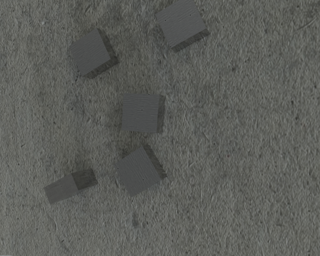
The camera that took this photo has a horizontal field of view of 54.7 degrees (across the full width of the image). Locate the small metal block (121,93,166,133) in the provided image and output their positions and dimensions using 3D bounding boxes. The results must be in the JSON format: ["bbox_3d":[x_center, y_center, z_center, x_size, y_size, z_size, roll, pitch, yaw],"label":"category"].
[{"bbox_3d":[-0.022,-0.020,0.417,0.050,0.025,0.050,5,92,20],"label":"small metal block"}]

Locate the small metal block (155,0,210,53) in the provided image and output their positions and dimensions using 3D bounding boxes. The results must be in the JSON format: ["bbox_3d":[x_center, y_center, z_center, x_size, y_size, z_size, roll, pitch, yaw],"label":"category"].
[{"bbox_3d":[0.029,-0.134,0.399,0.050,0.025,0.050,-26,82,18],"label":"small metal block"}]

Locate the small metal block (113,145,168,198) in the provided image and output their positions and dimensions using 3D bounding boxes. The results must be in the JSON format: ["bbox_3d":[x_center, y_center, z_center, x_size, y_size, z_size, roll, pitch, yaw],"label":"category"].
[{"bbox_3d":[-0.026,0.058,0.418,0.050,0.025,0.050,-34,79,17],"label":"small metal block"}]

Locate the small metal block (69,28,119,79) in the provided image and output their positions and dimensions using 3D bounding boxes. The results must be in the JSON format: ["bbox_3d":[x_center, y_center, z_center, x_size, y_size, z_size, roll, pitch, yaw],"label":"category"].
[{"bbox_3d":[-0.094,-0.105,0.442,0.050,0.025,0.050,-27,81,18],"label":"small metal block"}]

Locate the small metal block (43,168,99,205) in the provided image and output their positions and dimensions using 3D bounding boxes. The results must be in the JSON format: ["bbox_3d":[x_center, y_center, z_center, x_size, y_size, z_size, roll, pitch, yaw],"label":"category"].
[{"bbox_3d":[-0.125,0.082,0.440,0.050,0.050,0.025,-28,81,18],"label":"small metal block"}]
